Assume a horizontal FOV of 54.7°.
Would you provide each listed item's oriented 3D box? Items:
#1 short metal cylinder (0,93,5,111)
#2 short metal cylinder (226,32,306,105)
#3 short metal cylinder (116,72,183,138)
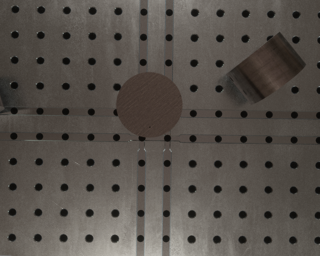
[{"bbox_3d":[-0.243,-0.039,0.383,0.080,0.080,0.050,-17,90,0],"label":"short metal cylinder"},{"bbox_3d":[0.131,-0.074,0.388,0.080,0.080,0.050,-39,90,0],"label":"short metal cylinder"},{"bbox_3d":[-0.013,-0.028,0.401,0.081,0.050,0.079,0,90,-1],"label":"short metal cylinder"}]
